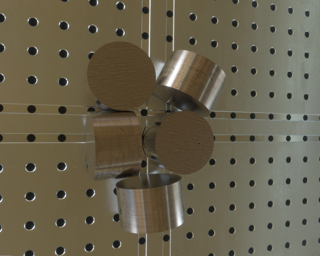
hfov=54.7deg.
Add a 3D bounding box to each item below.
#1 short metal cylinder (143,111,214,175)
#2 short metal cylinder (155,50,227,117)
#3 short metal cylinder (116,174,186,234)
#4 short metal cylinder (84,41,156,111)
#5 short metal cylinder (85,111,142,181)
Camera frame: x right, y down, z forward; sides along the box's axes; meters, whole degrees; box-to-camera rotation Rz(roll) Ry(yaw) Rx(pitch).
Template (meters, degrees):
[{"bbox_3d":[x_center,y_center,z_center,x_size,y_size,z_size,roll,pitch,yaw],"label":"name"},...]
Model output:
[{"bbox_3d":[0.023,0.018,0.408,0.081,0.050,0.079,0,91,-21],"label":"short metal cylinder"},{"bbox_3d":[0.038,-0.056,0.397,0.080,0.080,0.050,30,80,-18],"label":"short metal cylinder"},{"bbox_3d":[-0.011,0.089,0.379,0.081,0.080,0.050,-7,93,-20],"label":"short metal cylinder"},{"bbox_3d":[-0.051,-0.060,0.380,0.081,0.050,0.079,0,90,-19],"label":"short metal cylinder"},{"bbox_3d":[-0.057,0.020,0.363,0.050,0.080,0.079,-3,91,-21],"label":"short metal cylinder"}]
